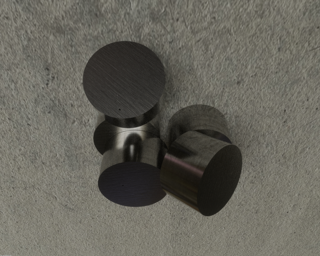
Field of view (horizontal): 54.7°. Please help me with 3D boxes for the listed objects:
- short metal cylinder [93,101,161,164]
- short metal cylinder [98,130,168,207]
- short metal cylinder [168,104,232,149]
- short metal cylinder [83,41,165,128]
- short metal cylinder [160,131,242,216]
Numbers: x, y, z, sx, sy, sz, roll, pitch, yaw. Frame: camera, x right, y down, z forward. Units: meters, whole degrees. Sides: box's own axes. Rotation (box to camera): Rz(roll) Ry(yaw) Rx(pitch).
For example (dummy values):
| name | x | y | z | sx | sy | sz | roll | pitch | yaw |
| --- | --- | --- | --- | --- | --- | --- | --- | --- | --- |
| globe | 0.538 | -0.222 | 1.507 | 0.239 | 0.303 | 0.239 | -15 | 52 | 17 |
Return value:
| name | x | y | z | sx | sy | sz | roll | pitch | yaw |
| --- | --- | --- | --- | --- | --- | --- | --- | --- | --- |
| short metal cylinder | -0.040 | 0.000 | 0.391 | 0.081 | 0.050 | 0.079 | 0 | 130 | 0 |
| short metal cylinder | -0.029 | 0.049 | 0.367 | 0.081 | 0.050 | 0.079 | 0 | 130 | 0 |
| short metal cylinder | 0.051 | 0.016 | 0.406 | 0.081 | 0.050 | 0.079 | 0 | 130 | 0 |
| short metal cylinder | -0.035 | -0.043 | 0.327 | 0.081 | 0.080 | 0.050 | 0 | 169 | -1 |
| short metal cylinder | 0.046 | 0.048 | 0.339 | 0.050 | 0.080 | 0.080 | 21 | 145 | 41 |
